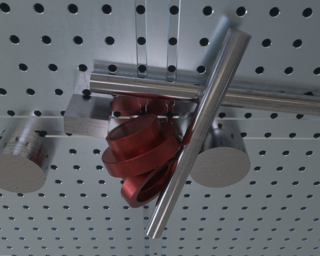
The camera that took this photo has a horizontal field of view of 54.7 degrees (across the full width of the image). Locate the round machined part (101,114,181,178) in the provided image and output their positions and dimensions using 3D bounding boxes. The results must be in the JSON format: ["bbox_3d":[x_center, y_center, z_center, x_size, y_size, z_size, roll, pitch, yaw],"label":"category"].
[{"bbox_3d":[-0.027,0.016,0.381,0.098,0.098,0.042,-18,108,15],"label":"round machined part"}]

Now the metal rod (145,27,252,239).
[{"bbox_3d":[0.036,0.027,0.383,0.025,0.025,0.298,14,118,-12],"label":"metal rod"}]

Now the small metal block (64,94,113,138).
[{"bbox_3d":[-0.086,-0.016,0.380,0.050,0.050,0.025,7,125,-6],"label":"small metal block"}]

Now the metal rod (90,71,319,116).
[{"bbox_3d":[0.069,-0.040,0.378,0.302,0.025,0.025,5,130,-5],"label":"metal rod"}]

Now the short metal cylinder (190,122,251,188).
[{"bbox_3d":[0.079,0.038,0.428,0.081,0.050,0.079,0,130,0],"label":"short metal cylinder"}]

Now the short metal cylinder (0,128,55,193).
[{"bbox_3d":[-0.194,0.046,0.433,0.081,0.050,0.079,0,130,0],"label":"short metal cylinder"}]

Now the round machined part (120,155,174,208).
[{"bbox_3d":[-0.015,0.061,0.430,0.099,0.042,0.098,-36,154,-20],"label":"round machined part"}]
